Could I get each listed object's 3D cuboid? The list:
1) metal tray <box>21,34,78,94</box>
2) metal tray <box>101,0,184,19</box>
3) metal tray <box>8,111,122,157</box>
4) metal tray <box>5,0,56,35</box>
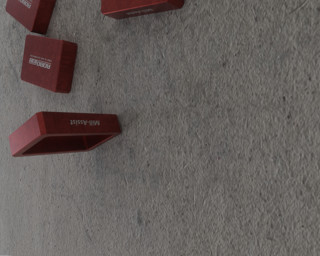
[{"bbox_3d":[-0.209,-0.121,0.574,0.130,0.030,0.089,20,103,38],"label":"metal tray"},{"bbox_3d":[-0.025,-0.204,0.422,0.130,0.030,0.089,8,95,39],"label":"metal tray"},{"bbox_3d":[-0.133,0.009,0.446,0.090,0.131,0.030,-28,73,37],"label":"metal tray"},{"bbox_3d":[-0.258,-0.252,0.615,0.130,0.030,0.089,39,114,33],"label":"metal tray"}]
